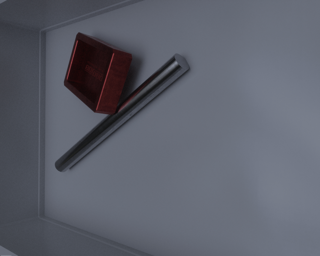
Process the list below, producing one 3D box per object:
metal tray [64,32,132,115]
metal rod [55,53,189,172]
[{"bbox_3d":[-0.098,-0.085,0.463,0.130,0.030,0.089,36,111,46],"label":"metal tray"},{"bbox_3d":[-0.073,-0.008,0.464,0.299,0.025,0.025,-37,68,33],"label":"metal rod"}]
